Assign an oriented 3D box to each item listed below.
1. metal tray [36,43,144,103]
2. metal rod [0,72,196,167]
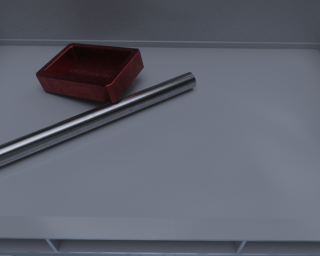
[{"bbox_3d":[-0.101,-0.084,0.453,0.130,0.030,0.090,11,49,24],"label":"metal tray"},{"bbox_3d":[-0.083,-0.015,0.416,0.302,0.025,0.025,-24,54,-19],"label":"metal rod"}]
